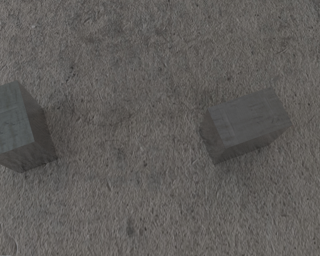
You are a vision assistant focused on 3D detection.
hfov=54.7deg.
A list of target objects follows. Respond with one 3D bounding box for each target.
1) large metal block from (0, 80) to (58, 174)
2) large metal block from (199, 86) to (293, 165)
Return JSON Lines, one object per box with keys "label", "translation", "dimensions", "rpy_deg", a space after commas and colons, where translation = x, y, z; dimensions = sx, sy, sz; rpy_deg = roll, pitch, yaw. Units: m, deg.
{"label": "large metal block", "translation": [-0.172, 0.002, 0.377], "dimensions": [0.050, 0.080, 0.080], "rpy_deg": [-21, 72, -7]}
{"label": "large metal block", "translation": [0.099, 0.000, 0.379], "dimensions": [0.080, 0.080, 0.050], "rpy_deg": [-19, 71, -7]}
